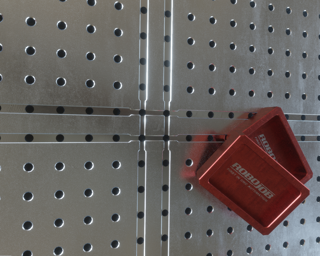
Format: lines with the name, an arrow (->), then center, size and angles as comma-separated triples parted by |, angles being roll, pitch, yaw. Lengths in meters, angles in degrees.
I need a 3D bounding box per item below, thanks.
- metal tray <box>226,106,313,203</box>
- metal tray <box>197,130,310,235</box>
metal tray -> 0.170, 0.044, 0.474 | 0.090, 0.030, 0.130 | -34, 101, -17
metal tray -> 0.128, 0.077, 0.432 | 0.130, 0.030, 0.090 | 39, 99, -8
